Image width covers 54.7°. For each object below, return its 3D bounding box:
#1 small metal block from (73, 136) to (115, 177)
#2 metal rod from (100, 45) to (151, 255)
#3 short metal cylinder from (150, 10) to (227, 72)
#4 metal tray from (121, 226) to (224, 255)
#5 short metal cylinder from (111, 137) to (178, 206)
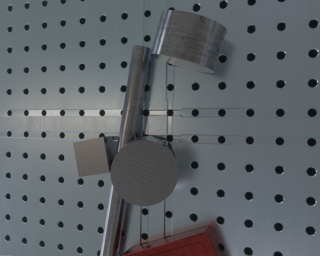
[{"bbox_3d":[-0.092,0.041,0.445,0.050,0.025,0.050,-11,86,19],"label":"small metal block"},{"bbox_3d":[-0.049,0.038,0.429,0.025,0.025,0.298,11,94,19],"label":"metal rod"},{"bbox_3d":[0.034,-0.101,0.371,0.080,0.080,0.050,18,96,19],"label":"short metal cylinder"},{"bbox_3d":[0.021,0.190,0.402,0.130,0.030,0.090,-22,83,18],"label":"metal tray"},{"bbox_3d":[-0.019,0.052,0.392,0.081,0.050,0.079,0,94,-1],"label":"short metal cylinder"}]
